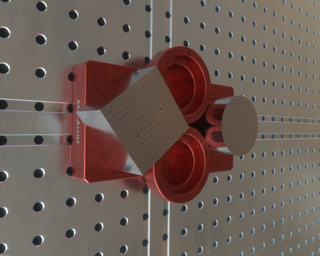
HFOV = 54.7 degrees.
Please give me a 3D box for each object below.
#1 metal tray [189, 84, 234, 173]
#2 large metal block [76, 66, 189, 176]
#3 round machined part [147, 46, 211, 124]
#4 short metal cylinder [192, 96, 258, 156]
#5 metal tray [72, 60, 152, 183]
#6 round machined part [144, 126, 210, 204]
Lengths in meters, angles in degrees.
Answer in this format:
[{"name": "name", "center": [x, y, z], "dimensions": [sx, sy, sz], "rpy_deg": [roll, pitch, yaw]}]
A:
[{"name": "metal tray", "center": [0.070, 0.000, 0.462], "dimensions": [0.091, 0.030, 0.129], "rpy_deg": [1, 90, -40]}, {"name": "large metal block", "center": [-0.026, -0.008, 0.331], "dimensions": [0.080, 0.050, 0.080], "rpy_deg": [-44, 117, -31]}, {"name": "round machined part", "center": [0.018, -0.053, 0.401], "dimensions": [0.099, 0.042, 0.097], "rpy_deg": [0, 90, -40]}, {"name": "short metal cylinder", "center": [0.091, -0.003, 0.429], "dimensions": [0.081, 0.050, 0.079], "rpy_deg": [0, 90, -40]}, {"name": "metal tray", "center": [-0.053, -0.007, 0.361], "dimensions": [0.091, 0.030, 0.129], "rpy_deg": [1, 90, -41]}, {"name": "round machined part", "center": [0.017, 0.045, 0.400], "dimensions": [0.099, 0.042, 0.097], "rpy_deg": [0, 90, -40]}]
